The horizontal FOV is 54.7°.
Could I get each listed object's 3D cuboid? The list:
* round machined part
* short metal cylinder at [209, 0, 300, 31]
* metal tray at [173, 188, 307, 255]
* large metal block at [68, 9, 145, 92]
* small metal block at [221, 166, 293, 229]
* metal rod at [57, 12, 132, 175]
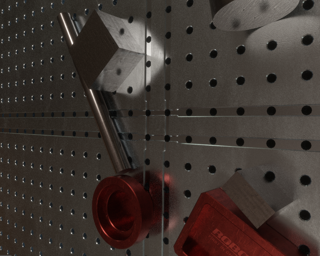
[{"bbox_3d":[-0.048,0.114,0.435,0.098,0.042,0.097,1,91,39],"label":"round machined part"},{"bbox_3d":[0.088,-0.135,0.300,0.080,0.081,0.050,-13,82,39],"label":"short metal cylinder"},{"bbox_3d":[0.084,0.139,0.335,0.130,0.030,0.089,36,112,34],"label":"metal tray"},{"bbox_3d":[-0.081,-0.111,0.457,0.080,0.050,0.080,-46,63,30],"label":"large metal block"},{"bbox_3d":[0.098,0.067,0.311,0.050,0.050,0.025,50,119,28],"label":"small metal block"},{"bbox_3d":[-0.111,-0.065,0.497,0.025,0.025,0.299,-37,68,33],"label":"metal rod"}]
